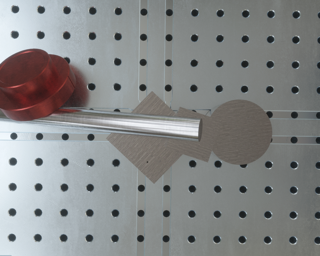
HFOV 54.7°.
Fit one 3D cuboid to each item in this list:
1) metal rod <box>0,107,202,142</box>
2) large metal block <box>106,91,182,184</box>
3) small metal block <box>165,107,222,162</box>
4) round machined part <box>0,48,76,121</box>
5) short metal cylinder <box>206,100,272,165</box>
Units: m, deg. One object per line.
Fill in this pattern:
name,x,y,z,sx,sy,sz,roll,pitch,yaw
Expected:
metal rod,-0.101,-0.011,0.368,0.301,0.025,0.025,5,90,16
large metal block,-0.008,0.011,0.399,0.080,0.050,0.080,44,90,-1
small metal block,0.038,0.007,0.362,0.050,0.025,0.050,19,90,-1
round machined part,-0.157,-0.059,0.376,0.098,0.042,0.098,-6,51,8
short metal cylinder,0.097,0.005,0.402,0.081,0.050,0.079,0,90,-1
